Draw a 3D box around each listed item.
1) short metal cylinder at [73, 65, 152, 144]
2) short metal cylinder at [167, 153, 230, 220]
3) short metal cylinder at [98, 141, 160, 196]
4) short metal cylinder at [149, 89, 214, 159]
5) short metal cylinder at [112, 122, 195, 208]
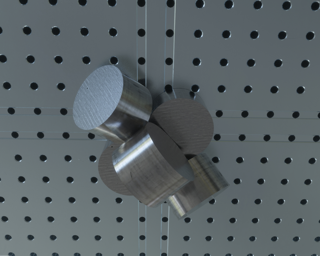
[{"bbox_3d":[-0.056,-0.027,0.366,0.080,0.080,0.050,-44,139,14],"label":"short metal cylinder"},{"bbox_3d":[0.043,0.077,0.405,0.080,0.080,0.050,-39,71,13],"label":"short metal cylinder"},{"bbox_3d":[-0.038,0.043,0.414,0.081,0.050,0.079,0,110,-1],"label":"short metal cylinder"},{"bbox_3d":[0.025,-0.006,0.397,0.081,0.050,0.079,0,110,-1],"label":"short metal cylinder"},{"bbox_3d":[-0.007,0.040,0.344,0.050,0.080,0.080,-39,106,13],"label":"short metal cylinder"}]
